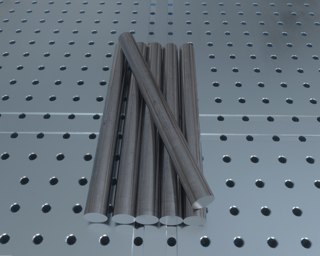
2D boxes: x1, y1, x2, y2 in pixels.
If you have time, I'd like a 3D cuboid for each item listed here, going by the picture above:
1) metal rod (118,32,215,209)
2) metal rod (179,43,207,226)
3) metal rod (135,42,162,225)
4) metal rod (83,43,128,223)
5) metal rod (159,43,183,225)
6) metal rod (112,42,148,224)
[{"bbox_3d":[-0.005,-0.033,0.403,0.025,0.025,0.300,-15,52,-12],"label":"metal rod"},{"bbox_3d":[0.041,-0.017,0.423,0.025,0.025,0.300,1,50,1],"label":"metal rod"},{"bbox_3d":[-0.011,-0.018,0.422,0.025,0.025,0.300,1,50,1],"label":"metal rod"},{"bbox_3d":[-0.065,-0.020,0.423,0.025,0.025,0.300,1,50,1],"label":"metal rod"},{"bbox_3d":[0.015,-0.017,0.423,0.025,0.025,0.300,1,50,1],"label":"metal rod"},{"bbox_3d":[-0.035,-0.019,0.422,0.025,0.025,0.300,1,50,1],"label":"metal rod"}]
